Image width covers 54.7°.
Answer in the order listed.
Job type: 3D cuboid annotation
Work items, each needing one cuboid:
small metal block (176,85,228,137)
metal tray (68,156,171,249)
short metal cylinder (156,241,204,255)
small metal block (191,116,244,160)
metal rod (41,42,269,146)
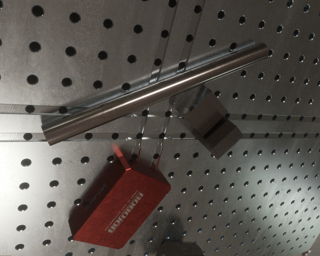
[{"bbox_3d":[0.059,-0.024,0.430,0.050,0.025,0.050,-45,130,3],"label":"small metal block"},{"bbox_3d":[-0.057,0.112,0.448,0.090,0.030,0.130,32,101,-39],"label":"metal tray"},{"bbox_3d":[0.035,0.243,0.548,0.050,0.080,0.080,16,110,-35],"label":"short metal cylinder"},{"bbox_3d":[0.082,0.009,0.448,0.050,0.050,0.025,-43,130,1],"label":"small metal block"},{"bbox_3d":[0.006,-0.048,0.386,0.302,0.025,0.025,-23,127,-15],"label":"metal rod"}]
